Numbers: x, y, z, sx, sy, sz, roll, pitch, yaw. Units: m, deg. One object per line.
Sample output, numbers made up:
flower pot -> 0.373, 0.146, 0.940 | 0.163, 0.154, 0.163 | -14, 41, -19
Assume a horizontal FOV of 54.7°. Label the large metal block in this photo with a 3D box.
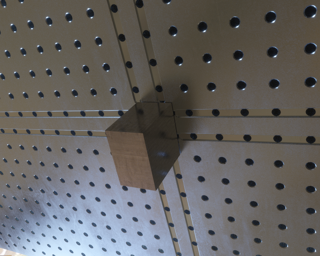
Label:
large metal block -> -0.018, 0.020, 0.395 | 0.050, 0.080, 0.079 | 3, 120, 26
